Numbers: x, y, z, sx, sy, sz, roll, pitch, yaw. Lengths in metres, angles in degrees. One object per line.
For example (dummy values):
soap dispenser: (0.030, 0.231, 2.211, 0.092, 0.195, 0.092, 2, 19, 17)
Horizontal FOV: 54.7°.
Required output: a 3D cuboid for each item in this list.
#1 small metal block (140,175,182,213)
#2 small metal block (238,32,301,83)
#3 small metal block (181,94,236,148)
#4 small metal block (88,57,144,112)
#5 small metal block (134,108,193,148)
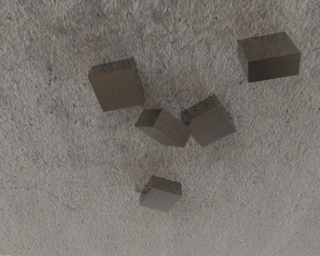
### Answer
small metal block: (0.001, 0.107, 0.498, 0.050, 0.025, 0.050, 19, 128, -16)
small metal block: (0.113, -0.076, 0.327, 0.050, 0.050, 0.025, -9, 130, 7)
small metal block: (0.062, -0.008, 0.401, 0.050, 0.025, 0.050, -28, 125, 21)
small metal block: (-0.050, -0.050, 0.364, 0.050, 0.025, 0.050, -10, 130, 8)
small metal block: (0.004, 0.000, 0.390, 0.050, 0.025, 0.050, 34, 164, -26)
